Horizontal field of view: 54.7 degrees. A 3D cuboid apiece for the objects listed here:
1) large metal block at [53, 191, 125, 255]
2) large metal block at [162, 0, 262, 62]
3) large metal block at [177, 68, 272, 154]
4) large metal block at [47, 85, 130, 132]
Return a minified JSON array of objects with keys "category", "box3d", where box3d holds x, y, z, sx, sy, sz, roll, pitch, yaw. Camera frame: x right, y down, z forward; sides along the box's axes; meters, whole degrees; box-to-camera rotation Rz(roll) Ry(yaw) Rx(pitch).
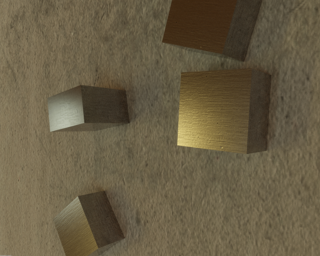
[{"category":"large metal block","box3d":[-0.111,0.155,0.478,0.080,0.050,0.080,-42,65,31]},{"category":"large metal block","box3d":[0.057,-0.123,0.340,0.080,0.050,0.079,23,104,37]},{"category":"large metal block","box3d":[0.068,-0.018,0.331,0.080,0.050,0.079,5,93,39]},{"category":"large metal block","box3d":[-0.104,-0.025,0.452,0.080,0.081,0.050,-11,83,39]}]
